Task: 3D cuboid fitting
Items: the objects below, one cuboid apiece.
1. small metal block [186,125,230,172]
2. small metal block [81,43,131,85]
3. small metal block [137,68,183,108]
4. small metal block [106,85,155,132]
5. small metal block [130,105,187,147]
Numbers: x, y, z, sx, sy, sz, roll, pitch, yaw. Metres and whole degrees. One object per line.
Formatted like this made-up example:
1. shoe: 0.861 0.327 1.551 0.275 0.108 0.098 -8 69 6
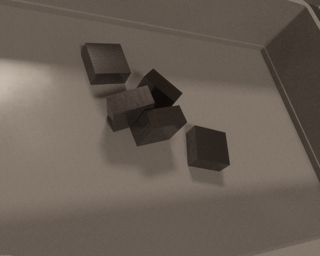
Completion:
1. small metal block: 0.065 0.028 0.425 0.050 0.025 0.050 13 56 -22
2. small metal block: -0.074 -0.087 0.420 0.050 0.025 0.050 -8 66 -32
3. small metal block: -0.007 -0.041 0.411 0.050 0.050 0.025 40 44 -1
4. small metal block: -0.036 -0.023 0.376 0.050 0.050 0.025 -17 70 -15
5. small metal block: -0.002 -0.003 0.391 0.050 0.050 0.025 -11 68 -33
